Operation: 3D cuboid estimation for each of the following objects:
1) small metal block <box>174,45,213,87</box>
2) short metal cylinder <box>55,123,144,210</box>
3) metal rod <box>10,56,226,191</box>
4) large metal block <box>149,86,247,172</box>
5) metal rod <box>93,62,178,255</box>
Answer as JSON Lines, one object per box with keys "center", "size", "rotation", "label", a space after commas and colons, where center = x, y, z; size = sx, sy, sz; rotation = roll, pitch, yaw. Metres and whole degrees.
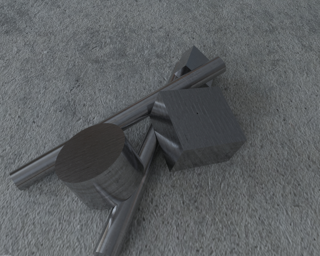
{"center": [0.054, -0.086, 0.461], "size": [0.050, 0.025, 0.050], "rotation": [38, 49, -20], "label": "small metal block"}
{"center": [-0.064, 0.041, 0.337], "size": [0.080, 0.050, 0.080], "rotation": [-15, 41, 14], "label": "short metal cylinder"}
{"center": [-0.040, -0.014, 0.393], "size": [0.302, 0.025, 0.025], "rotation": [-31, 57, -16], "label": "metal rod"}
{"center": [0.042, 0.000, 0.370], "size": [0.081, 0.050, 0.080], "rotation": [-8, 59, -23], "label": "large metal block"}
{"center": [-0.009, 0.015, 0.391], "size": [0.025, 0.025, 0.300], "rotation": [14, 51, 11], "label": "metal rod"}
